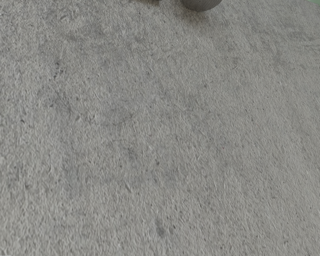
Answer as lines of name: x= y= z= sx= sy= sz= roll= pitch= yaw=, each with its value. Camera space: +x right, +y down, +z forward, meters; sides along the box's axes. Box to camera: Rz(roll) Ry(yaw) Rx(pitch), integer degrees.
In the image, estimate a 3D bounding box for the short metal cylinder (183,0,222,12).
short metal cylinder: x=0.077 y=-0.264 z=0.571 sx=0.081 sy=0.080 sz=0.050 roll=5 pitch=60 yaw=-26
